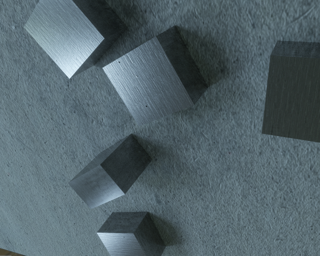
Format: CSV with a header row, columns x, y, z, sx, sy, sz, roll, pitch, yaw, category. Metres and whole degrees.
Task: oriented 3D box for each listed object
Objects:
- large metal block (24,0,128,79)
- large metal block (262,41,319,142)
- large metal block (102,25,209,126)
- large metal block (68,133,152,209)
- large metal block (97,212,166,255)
x,y,z,sx,sy,sz,roll,pitch,yaw,category
-0.100,-0.120,0.369,0.080,0.050,0.080,-35,99,38,large metal block
0.146,-0.034,0.293,0.080,0.050,0.079,10,123,23,large metal block
-0.004,-0.058,0.357,0.080,0.050,0.080,-20,108,35,large metal block
-0.070,0.062,0.447,0.080,0.080,0.050,-30,102,38,large metal block
-0.048,0.193,0.536,0.080,0.050,0.080,-11,113,33,large metal block
